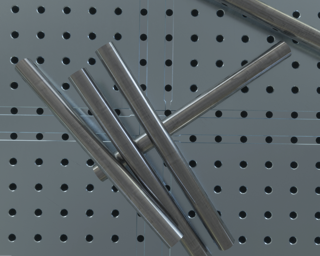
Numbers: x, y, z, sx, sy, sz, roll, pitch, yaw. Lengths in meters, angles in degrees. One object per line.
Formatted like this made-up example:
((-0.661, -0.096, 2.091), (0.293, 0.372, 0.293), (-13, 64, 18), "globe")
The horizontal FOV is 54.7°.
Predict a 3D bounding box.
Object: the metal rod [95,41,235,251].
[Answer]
((0.011, 0.030, 0.391), (0.025, 0.025, 0.299), (-32, 99, 0), "metal rod")

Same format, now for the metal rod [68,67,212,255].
((-0.018, 0.058, 0.392), (0.025, 0.025, 0.299), (-33, 99, 0), "metal rod")

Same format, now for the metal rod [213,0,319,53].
((0.114, -0.166, 0.414), (0.301, 0.025, 0.025), (26, 90, -1), "metal rod")

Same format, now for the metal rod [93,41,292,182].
((0.043, -0.023, 0.413), (0.301, 0.025, 0.025), (-34, 90, -1), "metal rod")

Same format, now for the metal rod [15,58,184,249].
((-0.081, 0.026, 0.390), (0.025, 0.025, 0.300), (-43, 82, 0), "metal rod")
